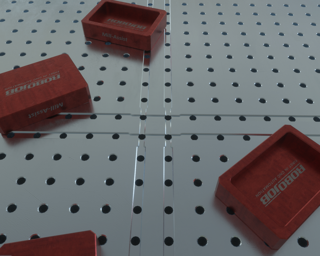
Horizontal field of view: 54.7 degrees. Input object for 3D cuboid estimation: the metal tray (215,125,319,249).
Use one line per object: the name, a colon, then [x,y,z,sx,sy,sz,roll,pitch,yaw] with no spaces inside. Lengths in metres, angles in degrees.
metal tray: [0.140,0.060,0.355,0.131,0.030,0.090,-32,57,-25]

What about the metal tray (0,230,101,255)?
metal tray: [-0.097,0.162,0.267,0.091,0.030,0.130,-7,50,-7]

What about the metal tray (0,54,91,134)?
metal tray: [-0.178,-0.054,0.447,0.131,0.030,0.090,-24,54,-20]

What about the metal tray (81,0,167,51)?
metal tray: [-0.063,-0.190,0.563,0.131,0.030,0.090,16,52,12]
